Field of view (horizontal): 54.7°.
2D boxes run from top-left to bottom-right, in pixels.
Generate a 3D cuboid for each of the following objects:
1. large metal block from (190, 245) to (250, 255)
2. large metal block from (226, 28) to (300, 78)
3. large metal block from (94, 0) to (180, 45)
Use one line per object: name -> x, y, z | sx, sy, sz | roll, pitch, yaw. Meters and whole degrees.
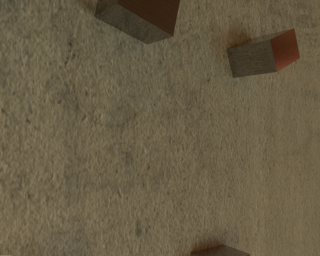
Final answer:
large metal block -> 0.089, 0.230, 0.467 | 0.081, 0.050, 0.080 | 7, 86, -40
large metal block -> 0.172, -0.124, 0.516 | 0.081, 0.080, 0.050 | -30, 109, -36
large metal block -> -0.023, -0.158, 0.371 | 0.080, 0.050, 0.080 | 18, 79, -39
